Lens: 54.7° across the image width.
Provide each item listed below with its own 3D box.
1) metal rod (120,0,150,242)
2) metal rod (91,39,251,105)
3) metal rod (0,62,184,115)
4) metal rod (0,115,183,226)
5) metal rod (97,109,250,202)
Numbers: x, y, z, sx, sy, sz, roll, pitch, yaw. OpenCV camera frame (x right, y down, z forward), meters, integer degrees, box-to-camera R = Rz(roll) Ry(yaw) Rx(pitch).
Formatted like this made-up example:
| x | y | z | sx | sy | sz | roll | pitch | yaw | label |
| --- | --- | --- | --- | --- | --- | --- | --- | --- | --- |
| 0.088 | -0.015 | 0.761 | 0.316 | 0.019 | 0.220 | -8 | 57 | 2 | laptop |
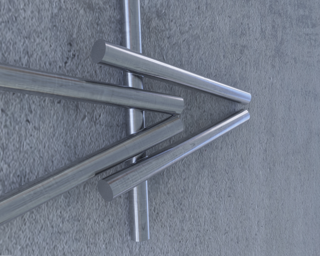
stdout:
| x | y | z | sx | sy | sz | roll | pitch | yaw | label |
| --- | --- | --- | --- | --- | --- | --- | --- | --- | --- |
| -0.031 | -0.012 | 0.382 | 0.025 | 0.025 | 0.298 | -4 | 93 | -40 | metal rod |
| 0.041 | -0.064 | 0.422 | 0.302 | 0.025 | 0.025 | 7 | 86 | -46 | metal rod |
| -0.102 | -0.041 | 0.304 | 0.302 | 0.025 | 0.025 | 6 | 86 | -34 | metal rod |
| -0.095 | 0.051 | 0.309 | 0.302 | 0.025 | 0.025 | -26 | 107 | -32 | metal rod |
| 0.043 | 0.022 | 0.424 | 0.302 | 0.025 | 0.025 | -23 | 105 | -44 | metal rod |
